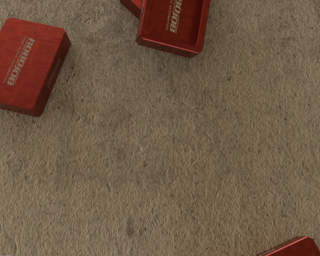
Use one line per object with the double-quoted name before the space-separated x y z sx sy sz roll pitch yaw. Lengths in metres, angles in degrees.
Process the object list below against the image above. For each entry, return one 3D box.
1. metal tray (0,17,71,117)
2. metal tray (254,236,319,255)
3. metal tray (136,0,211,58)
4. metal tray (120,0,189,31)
"metal tray" -0.192 -0.087 0.436 0.090 0.030 0.130 13 70 4
"metal tray" 0.126 0.186 0.338 0.131 0.030 0.090 -21 71 -8
"metal tray" 0.022 -0.173 0.437 0.091 0.030 0.129 11 85 -15
"metal tray" 0.011 -0.219 0.485 0.130 0.030 0.090 -41 75 -14
